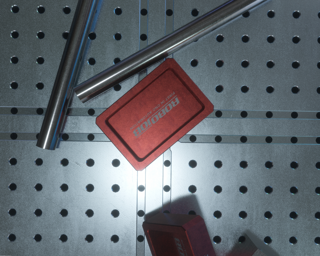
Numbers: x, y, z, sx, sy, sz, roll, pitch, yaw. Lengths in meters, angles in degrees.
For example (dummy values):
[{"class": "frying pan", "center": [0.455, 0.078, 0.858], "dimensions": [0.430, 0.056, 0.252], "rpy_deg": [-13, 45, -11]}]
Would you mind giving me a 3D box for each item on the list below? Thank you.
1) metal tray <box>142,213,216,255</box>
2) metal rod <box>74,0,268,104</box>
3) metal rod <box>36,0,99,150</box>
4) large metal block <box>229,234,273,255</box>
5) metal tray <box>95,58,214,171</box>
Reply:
[{"class": "metal tray", "center": [0.032, 0.173, 0.381], "dimensions": [0.030, 0.090, 0.129], "rpy_deg": [-19, 90, -37]}, {"class": "metal rod", "center": [0.023, -0.117, 0.413], "dimensions": [0.301, 0.025, 0.025], "rpy_deg": [-30, 90, -1]}, {"class": "metal rod", "center": [-0.110, -0.117, 0.411], "dimensions": [0.025, 0.025, 0.298], "rpy_deg": [16, 90, -1]}, {"class": "large metal block", "center": [0.125, 0.203, 0.403], "dimensions": [0.080, 0.050, 0.080], "rpy_deg": [39, 90, -1]}, {"class": "metal tray", "center": [-0.007, -0.017, 0.410], "dimensions": [0.130, 0.030, 0.090], "rpy_deg": [-40, 91, -1]}]
